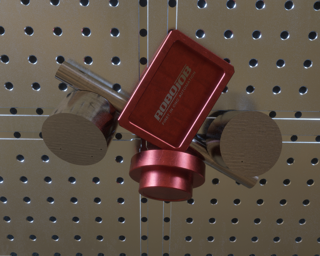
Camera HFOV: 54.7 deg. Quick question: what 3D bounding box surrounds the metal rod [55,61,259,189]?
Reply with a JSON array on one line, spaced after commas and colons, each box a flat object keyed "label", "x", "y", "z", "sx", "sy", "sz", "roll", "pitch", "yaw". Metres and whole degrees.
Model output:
[{"label": "metal rod", "x": 0.004, "y": 0.001, "z": 0.414, "sx": 0.301, "sy": 0.025, "sz": 0.025, "roll": 30, "pitch": 107, "yaw": -11}]

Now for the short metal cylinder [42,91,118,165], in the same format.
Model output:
[{"label": "short metal cylinder", "x": -0.097, "y": 0.000, "z": 0.387, "sx": 0.080, "sy": 0.050, "sz": 0.079, "roll": 6, "pitch": 127, "yaw": 8}]

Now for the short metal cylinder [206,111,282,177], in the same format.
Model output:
[{"label": "short metal cylinder", "x": 0.105, "y": 0.018, "z": 0.395, "sx": 0.081, "sy": 0.050, "sz": 0.079, "roll": -1, "pitch": 93, "yaw": -11}]

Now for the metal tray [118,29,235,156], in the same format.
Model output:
[{"label": "metal tray", "x": 0.019, "y": -0.040, "z": 0.380, "sx": 0.090, "sy": 0.030, "sz": 0.130, "roll": 30, "pitch": 94, "yaw": -11}]

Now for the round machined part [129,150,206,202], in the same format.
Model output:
[{"label": "round machined part", "x": 0.009, "y": 0.066, "z": 0.400, "sx": 0.099, "sy": 0.042, "sz": 0.098, "roll": 5, "pitch": 153, "yaw": 3}]
